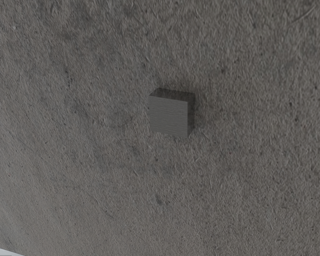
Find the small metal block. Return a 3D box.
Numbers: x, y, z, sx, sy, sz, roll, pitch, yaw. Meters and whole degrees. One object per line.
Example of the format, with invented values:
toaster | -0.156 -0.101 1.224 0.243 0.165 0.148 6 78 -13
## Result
small metal block | 0.015 -0.019 0.387 0.050 0.025 0.050 11 123 22
